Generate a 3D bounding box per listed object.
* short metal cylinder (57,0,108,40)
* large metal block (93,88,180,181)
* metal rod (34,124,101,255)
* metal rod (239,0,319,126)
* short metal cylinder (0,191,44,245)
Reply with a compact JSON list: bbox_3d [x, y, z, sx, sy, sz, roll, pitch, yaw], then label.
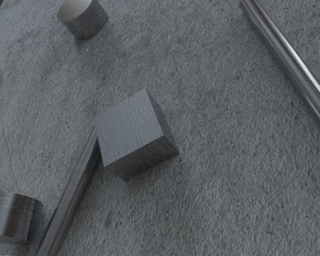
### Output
[{"bbox_3d":[-0.149,-0.218,0.600,0.080,0.050,0.080,-13,56,21],"label":"short metal cylinder"},{"bbox_3d":[-0.032,0.009,0.399,0.080,0.050,0.080,-29,52,10],"label":"large metal block"},{"bbox_3d":[-0.131,0.128,0.393,0.025,0.025,0.300,7,65,31],"label":"metal rod"},{"bbox_3d":[0.159,-0.066,0.360,0.025,0.025,0.299,-25,53,13],"label":"metal rod"},{"bbox_3d":[-0.199,0.118,0.400,0.080,0.080,0.050,-9,58,23],"label":"short metal cylinder"}]
